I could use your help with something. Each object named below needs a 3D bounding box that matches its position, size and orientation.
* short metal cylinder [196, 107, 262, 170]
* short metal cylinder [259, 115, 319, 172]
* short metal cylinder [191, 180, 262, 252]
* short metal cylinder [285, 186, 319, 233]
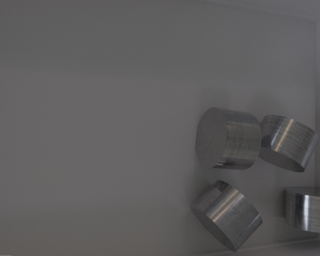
[{"bbox_3d":[0.089,0.015,0.414,0.050,0.080,0.080,7,88,-20],"label":"short metal cylinder"},{"bbox_3d":[0.177,0.023,0.446,0.080,0.080,0.050,32,80,-17],"label":"short metal cylinder"},{"bbox_3d":[0.087,0.116,0.414,0.050,0.080,0.080,-41,103,-15],"label":"short metal cylinder"},{"bbox_3d":[0.232,0.121,0.467,0.081,0.080,0.050,2,90,-20],"label":"short metal cylinder"}]
